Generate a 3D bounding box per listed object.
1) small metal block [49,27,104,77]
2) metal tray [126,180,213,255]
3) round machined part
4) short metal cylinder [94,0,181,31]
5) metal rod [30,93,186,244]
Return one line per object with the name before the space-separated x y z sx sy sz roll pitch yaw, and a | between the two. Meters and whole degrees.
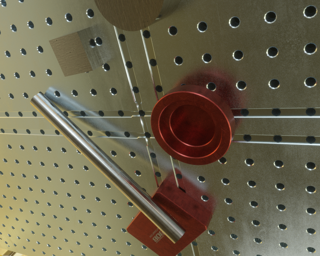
small metal block | -0.109 -0.099 0.406 0.050 0.025 0.050 -5 116 30
metal tray | 0.011 0.151 0.494 0.090 0.030 0.129 36 129 3
round machined part | 0.042 -0.007 0.373 0.098 0.042 0.097 13 124 20
short metal cylinder | -0.022 -0.145 0.316 0.080 0.050 0.079 13 124 20
metal rod | -0.081 0.054 0.460 0.300 0.025 0.025 42 129 8
